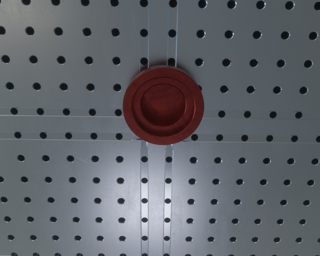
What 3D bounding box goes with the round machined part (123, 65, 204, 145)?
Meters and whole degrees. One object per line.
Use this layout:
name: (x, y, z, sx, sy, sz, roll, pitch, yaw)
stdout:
round machined part: (0.004, -0.031, 0.393, 0.099, 0.042, 0.097, 0, 110, 0)
